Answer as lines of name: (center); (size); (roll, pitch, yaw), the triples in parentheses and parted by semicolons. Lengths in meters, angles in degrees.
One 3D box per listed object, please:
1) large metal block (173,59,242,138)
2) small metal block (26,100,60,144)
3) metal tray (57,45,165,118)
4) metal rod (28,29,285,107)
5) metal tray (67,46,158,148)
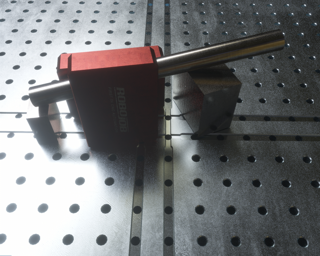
large metal block: (0.058, -0.048, 0.412); (0.050, 0.080, 0.080); (-18, 53, -15)
small metal block: (-0.150, -0.016, 0.402); (0.025, 0.050, 0.050); (-6, 51, -6)
metal tray: (-0.060, -0.059, 0.413); (0.131, 0.089, 0.030); (-7, 52, -6)
metal rod: (-0.004, -0.071, 0.369); (0.302, 0.025, 0.025); (-13, 51, 1)
metal tray: (-0.049, -0.030, 0.364); (0.091, 0.129, 0.030); (-7, 51, -7)
